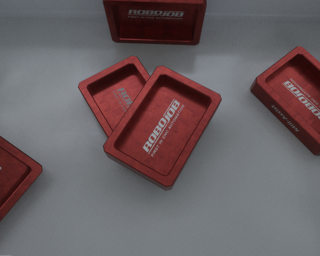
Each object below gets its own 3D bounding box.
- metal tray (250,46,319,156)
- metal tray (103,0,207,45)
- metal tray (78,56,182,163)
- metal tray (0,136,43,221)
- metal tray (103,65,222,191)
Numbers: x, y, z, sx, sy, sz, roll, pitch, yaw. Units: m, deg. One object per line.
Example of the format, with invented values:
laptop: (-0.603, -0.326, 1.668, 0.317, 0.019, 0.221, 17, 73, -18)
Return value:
metal tray: (0.202, -0.039, 0.422, 0.090, 0.030, 0.130, -37, 74, -12)
metal tray: (-0.006, -0.156, 0.431, 0.131, 0.090, 0.030, 2, 70, 1)
metal tray: (-0.039, -0.024, 0.415, 0.090, 0.030, 0.130, -30, 73, -11)
metal tray: (-0.214, 0.070, 0.355, 0.090, 0.030, 0.130, 43, 71, -21)
metal tray: (0.005, -0.002, 0.375, 0.090, 0.030, 0.130, 29, 72, 10)
